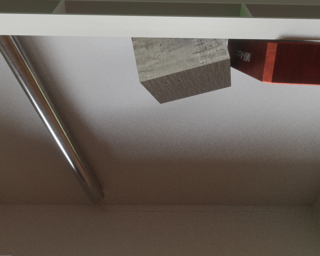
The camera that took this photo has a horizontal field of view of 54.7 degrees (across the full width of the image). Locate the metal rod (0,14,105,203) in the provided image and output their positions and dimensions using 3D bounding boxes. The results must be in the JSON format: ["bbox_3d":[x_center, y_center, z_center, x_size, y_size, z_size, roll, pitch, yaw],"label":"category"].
[{"bbox_3d":[-0.134,0.001,0.407,0.025,0.025,0.298,-10,130,8],"label":"metal rod"}]

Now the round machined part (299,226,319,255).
[{"bbox_3d":[0.297,0.202,0.557,0.099,0.042,0.098,-20,163,-6],"label":"round machined part"}]

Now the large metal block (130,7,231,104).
[{"bbox_3d":[0.025,-0.067,0.311,0.080,0.050,0.080,-13,168,11],"label":"large metal block"}]

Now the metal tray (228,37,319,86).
[{"bbox_3d":[0.120,-0.065,0.286,0.091,0.130,0.030,2,108,-2],"label":"metal tray"}]
